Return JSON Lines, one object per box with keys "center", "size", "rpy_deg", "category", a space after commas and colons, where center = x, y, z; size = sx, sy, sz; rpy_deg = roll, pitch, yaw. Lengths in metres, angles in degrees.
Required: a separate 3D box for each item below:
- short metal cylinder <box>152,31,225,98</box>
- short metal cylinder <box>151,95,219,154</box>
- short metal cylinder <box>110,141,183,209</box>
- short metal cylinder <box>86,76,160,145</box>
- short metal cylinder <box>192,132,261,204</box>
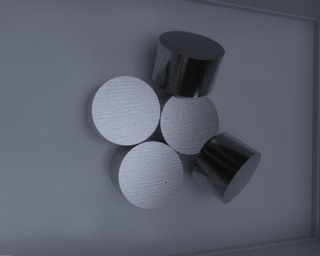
{"center": [0.034, -0.081, 0.386], "size": [0.081, 0.080, 0.050], "rpy_deg": [-3, 130, -20], "category": "short metal cylinder"}
{"center": [0.029, -0.007, 0.407], "size": [0.081, 0.050, 0.079], "rpy_deg": [0, 90, -21], "category": "short metal cylinder"}
{"center": [-0.018, 0.055, 0.390], "size": [0.081, 0.050, 0.079], "rpy_deg": [0, 90, -21], "category": "short metal cylinder"}
{"center": [-0.046, -0.020, 0.379], "size": [0.081, 0.050, 0.079], "rpy_deg": [0, 90, -21], "category": "short metal cylinder"}
{"center": [0.088, 0.052, 0.408], "size": [0.080, 0.050, 0.080], "rpy_deg": [-35, 145, -29], "category": "short metal cylinder"}
